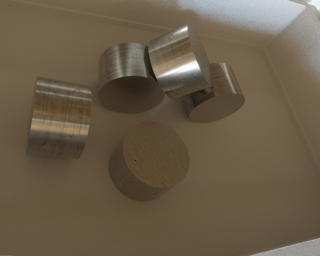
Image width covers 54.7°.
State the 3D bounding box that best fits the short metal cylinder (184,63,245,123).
[{"bbox_3d":[0.073,-0.048,0.441,0.081,0.080,0.050,-1,63,-29],"label":"short metal cylinder"}]

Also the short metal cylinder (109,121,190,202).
[{"bbox_3d":[-0.013,0.039,0.360,0.081,0.050,0.080,14,56,-21],"label":"short metal cylinder"}]

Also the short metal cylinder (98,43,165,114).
[{"bbox_3d":[-0.036,-0.060,0.389,0.081,0.080,0.050,8,59,-25],"label":"short metal cylinder"}]

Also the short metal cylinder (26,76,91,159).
[{"bbox_3d":[-0.106,-0.009,0.320,0.050,0.080,0.080,8,58,-24],"label":"short metal cylinder"}]

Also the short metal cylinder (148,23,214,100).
[{"bbox_3d":[0.028,-0.080,0.381,0.080,0.050,0.080,50,29,-42],"label":"short metal cylinder"}]
